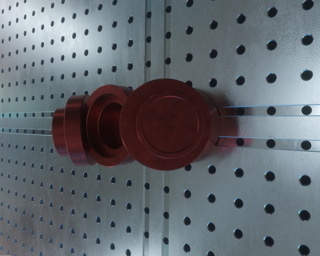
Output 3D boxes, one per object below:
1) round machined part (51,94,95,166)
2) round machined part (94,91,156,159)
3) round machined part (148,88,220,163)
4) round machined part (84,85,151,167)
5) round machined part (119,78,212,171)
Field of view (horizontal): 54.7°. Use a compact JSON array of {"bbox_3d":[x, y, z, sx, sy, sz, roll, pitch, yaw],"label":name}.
[{"bbox_3d":[-0.115,0.004,0.424,0.042,0.098,0.097,-4,87,2],"label":"round machined part"},{"bbox_3d":[-0.056,-0.004,0.442,0.098,0.042,0.097,0,90,39],"label":"round machined part"},{"bbox_3d":[0.020,-0.003,0.380,0.098,0.042,0.097,0,90,39],"label":"round machined part"},{"bbox_3d":[-0.049,-0.003,0.381,0.098,0.042,0.097,0,90,39],"label":"round machined part"},{"bbox_3d":[0.007,-0.004,0.324,0.042,0.099,0.097,-179,89,-80],"label":"round machined part"}]
